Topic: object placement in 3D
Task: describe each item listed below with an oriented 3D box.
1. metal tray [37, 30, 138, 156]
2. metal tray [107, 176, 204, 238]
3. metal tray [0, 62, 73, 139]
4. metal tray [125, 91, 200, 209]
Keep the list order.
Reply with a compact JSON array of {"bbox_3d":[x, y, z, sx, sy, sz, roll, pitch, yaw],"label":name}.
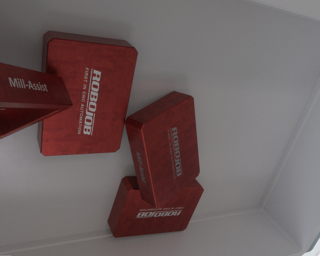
[{"bbox_3d":[-0.082,-0.033,0.340,0.091,0.030,0.129,-1,119,-28],"label":"metal tray"},{"bbox_3d":[-0.005,0.119,0.476,0.131,0.030,0.089,6,116,-31],"label":"metal tray"},{"bbox_3d":[-0.138,-0.015,0.239,0.090,0.130,0.030,-23,89,10],"label":"metal tray"},{"bbox_3d":[0.009,0.028,0.402,0.091,0.030,0.129,-33,128,-35],"label":"metal tray"}]
